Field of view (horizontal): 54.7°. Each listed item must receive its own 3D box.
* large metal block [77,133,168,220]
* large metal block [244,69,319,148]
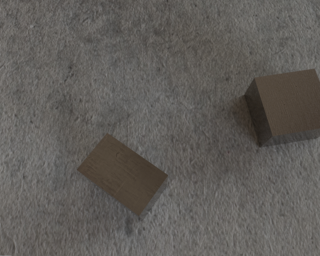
[{"bbox_3d":[-0.039,0.059,0.357,0.080,0.080,0.050,34,74,11],"label":"large metal block"},{"bbox_3d":[0.166,-0.025,0.406,0.081,0.050,0.080,-9,70,-4],"label":"large metal block"}]
